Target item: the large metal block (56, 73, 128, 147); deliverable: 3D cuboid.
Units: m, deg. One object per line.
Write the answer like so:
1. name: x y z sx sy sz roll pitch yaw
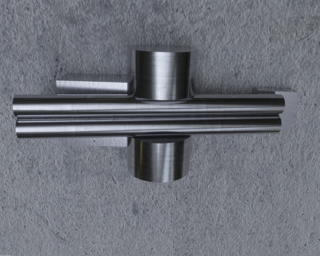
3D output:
1. large metal block: -0.079 -0.024 0.388 0.081 0.050 0.079 2 110 -1

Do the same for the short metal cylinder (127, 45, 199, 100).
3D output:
1. short metal cylinder: 0.003 -0.067 0.357 0.081 0.080 0.050 1 110 -1

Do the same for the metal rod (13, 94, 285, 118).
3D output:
1. metal rod: -0.004 -0.026 0.354 0.302 0.025 0.025 -1 110 -8

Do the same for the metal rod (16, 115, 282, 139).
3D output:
1. metal rod: -0.005 -0.003 0.362 0.302 0.025 0.025 -1 110 -8

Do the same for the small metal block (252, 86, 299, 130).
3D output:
1. small metal block: 0.146 -0.026 0.403 0.050 0.025 0.050 3 110 -1

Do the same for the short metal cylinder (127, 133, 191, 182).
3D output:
1. short metal cylinder: -0.001 0.027 0.391 0.081 0.080 0.050 1 110 -1
